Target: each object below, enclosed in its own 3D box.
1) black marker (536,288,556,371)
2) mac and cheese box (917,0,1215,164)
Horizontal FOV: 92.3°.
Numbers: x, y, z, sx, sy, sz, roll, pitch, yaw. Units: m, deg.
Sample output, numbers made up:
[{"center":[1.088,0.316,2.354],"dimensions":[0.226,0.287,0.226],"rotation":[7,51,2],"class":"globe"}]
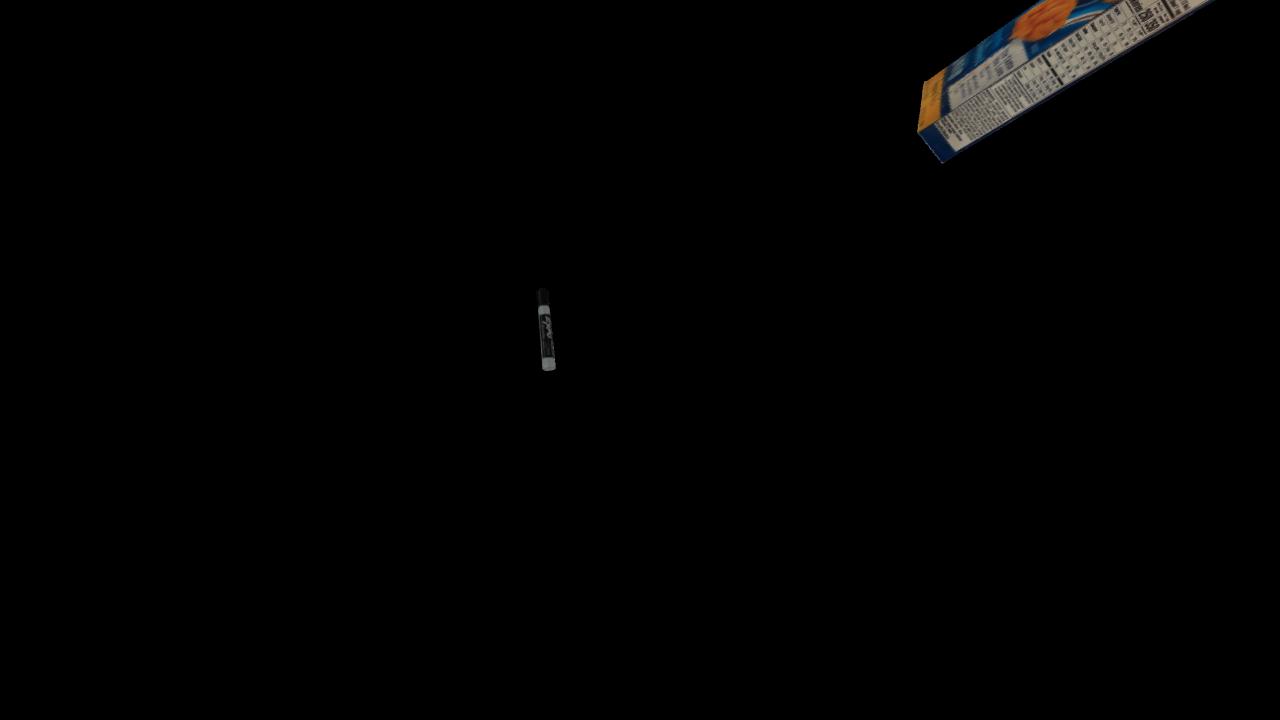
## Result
[{"center":[-0.134,-0.045,0.875],"dimensions":[0.020,0.121,0.020],"rotation":[-7,-14,-2],"class":"black marker"},{"center":[0.291,-0.223,0.432],"dimensions":[0.041,0.093,0.184],"rotation":[41,-40,-17],"class":"mac and cheese box"}]
